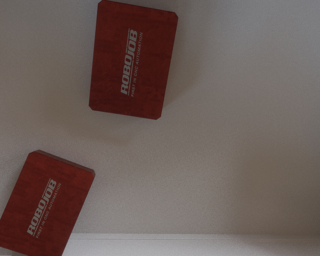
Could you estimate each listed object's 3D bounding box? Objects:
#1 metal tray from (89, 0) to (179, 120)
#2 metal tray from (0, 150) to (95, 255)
[{"bbox_3d":[-0.034,-0.081,0.378,0.091,0.030,0.129,9,110,-4],"label":"metal tray"},{"bbox_3d":[-0.154,0.105,0.421,0.090,0.030,0.129,23,87,-9],"label":"metal tray"}]
